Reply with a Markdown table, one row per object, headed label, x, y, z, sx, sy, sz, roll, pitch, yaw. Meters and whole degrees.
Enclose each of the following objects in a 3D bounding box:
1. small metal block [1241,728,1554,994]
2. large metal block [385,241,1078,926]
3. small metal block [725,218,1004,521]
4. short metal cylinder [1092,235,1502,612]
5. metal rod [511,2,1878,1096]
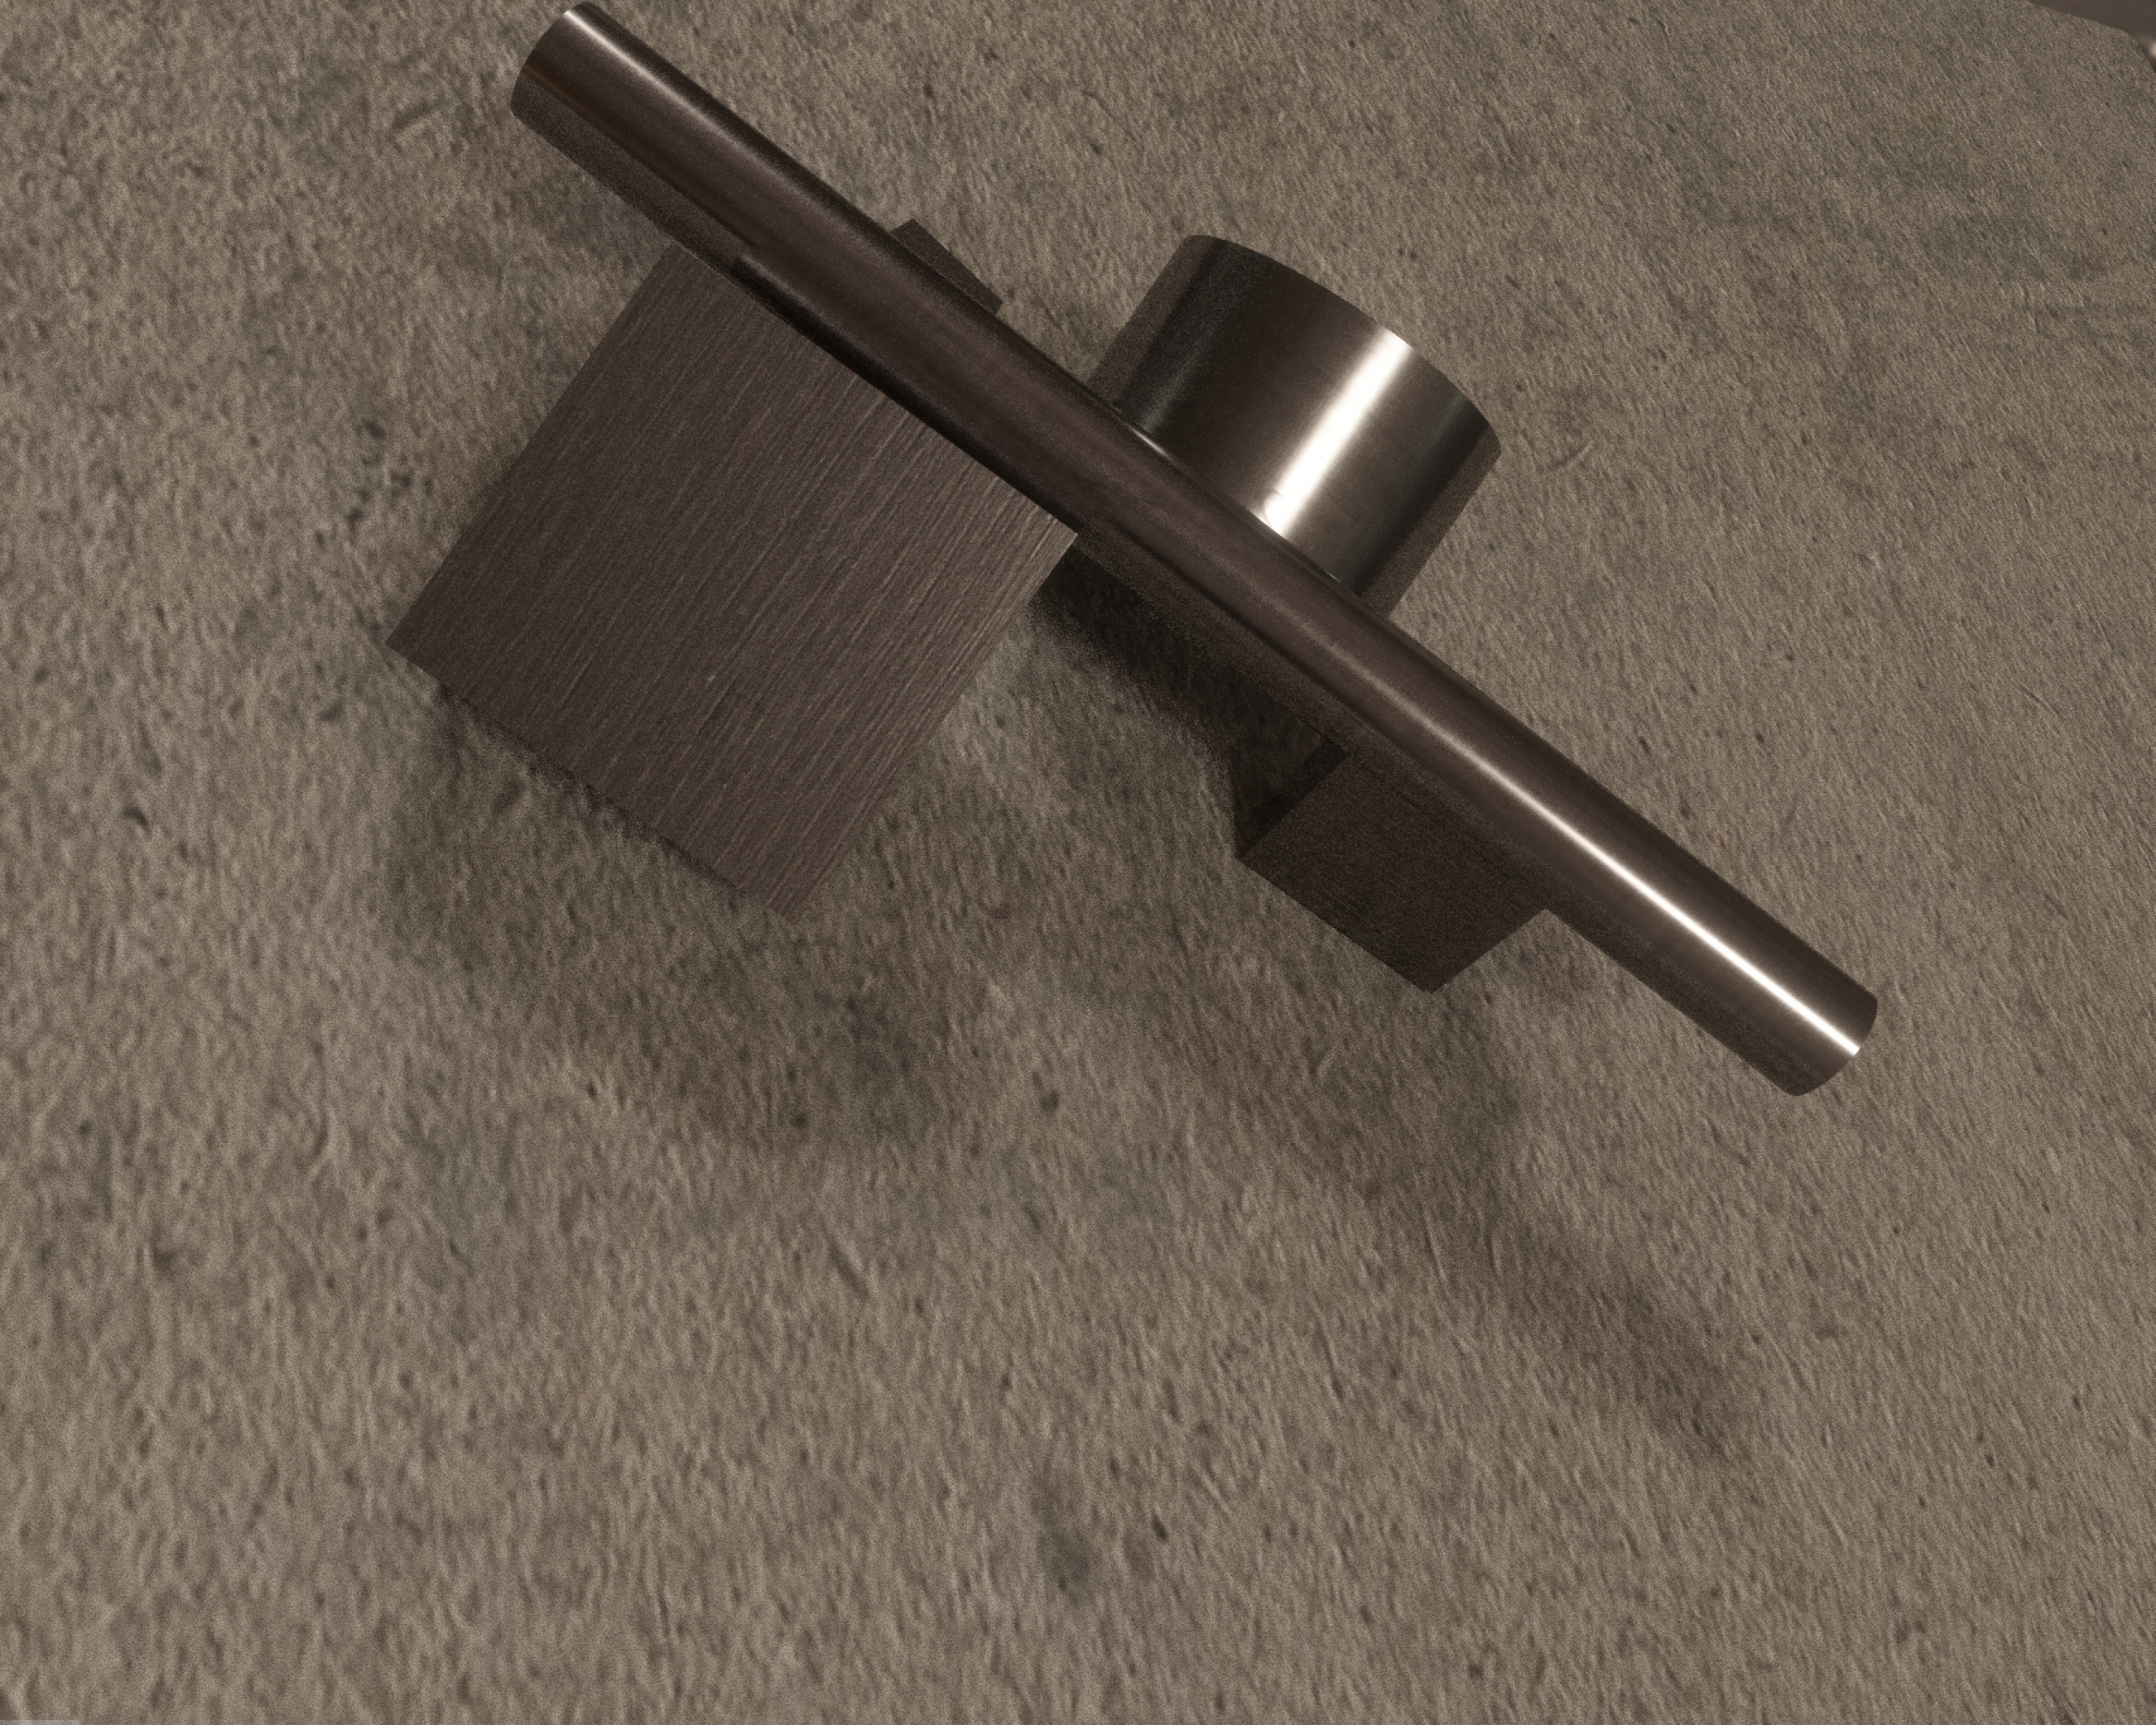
| label | x | y | z | sx | sy | sz | roll | pitch | yaw |
| --- | --- | --- | --- | --- | --- | --- | --- | --- | --- |
| small metal block | 0.070 | -0.006 | 0.429 | 0.050 | 0.050 | 0.025 | 35 | 51 | -5 |
| large metal block | -0.058 | -0.047 | 0.365 | 0.080 | 0.050 | 0.080 | 35 | 91 | -6 |
| small metal block | -0.048 | -0.096 | 0.424 | 0.025 | 0.050 | 0.050 | 44 | 51 | 1 |
| short metal cylinder | 0.041 | -0.087 | 0.439 | 0.080 | 0.080 | 0.050 | 34 | 93 | -7 |
| metal rod | 0.025 | -0.056 | 0.390 | 0.301 | 0.025 | 0.025 | 37 | 51 | -4 |
